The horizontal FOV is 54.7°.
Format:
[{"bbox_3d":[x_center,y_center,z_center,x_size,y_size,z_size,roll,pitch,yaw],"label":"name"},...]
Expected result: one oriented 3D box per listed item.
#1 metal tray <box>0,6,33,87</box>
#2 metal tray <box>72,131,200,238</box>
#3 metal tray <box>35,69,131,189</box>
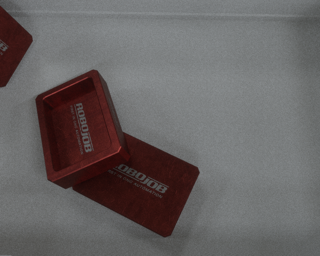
[{"bbox_3d":[-0.237,-0.123,0.395,0.030,0.130,0.090,10,69,28],"label":"metal tray"},{"bbox_3d":[-0.028,0.065,0.383,0.130,0.030,0.090,25,72,8],"label":"metal tray"},{"bbox_3d":[-0.098,-0.002,0.381,0.090,0.030,0.130,-24,58,3],"label":"metal tray"}]
